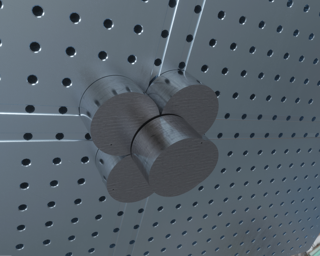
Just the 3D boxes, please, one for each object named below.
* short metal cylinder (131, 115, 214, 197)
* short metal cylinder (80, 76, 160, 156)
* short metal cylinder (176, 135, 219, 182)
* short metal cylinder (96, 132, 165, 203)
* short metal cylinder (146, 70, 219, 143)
[{"bbox_3d":[0.014,0.032,0.357,0.081,0.050,0.079,-15,126,-21],"label":"short metal cylinder"},{"bbox_3d":[-0.047,-0.015,0.360,0.081,0.050,0.079,-14,125,-21],"label":"short metal cylinder"},{"bbox_3d":[0.035,0.038,0.439,0.081,0.050,0.079,-14,125,-21],"label":"short metal cylinder"},{"bbox_3d":[-0.038,0.050,0.406,0.081,0.050,0.079,-14,125,-21],"label":"short metal cylinder"},{"bbox_3d":[0.026,-0.027,0.393,0.081,0.050,0.079,-14,125,-21],"label":"short metal cylinder"}]
